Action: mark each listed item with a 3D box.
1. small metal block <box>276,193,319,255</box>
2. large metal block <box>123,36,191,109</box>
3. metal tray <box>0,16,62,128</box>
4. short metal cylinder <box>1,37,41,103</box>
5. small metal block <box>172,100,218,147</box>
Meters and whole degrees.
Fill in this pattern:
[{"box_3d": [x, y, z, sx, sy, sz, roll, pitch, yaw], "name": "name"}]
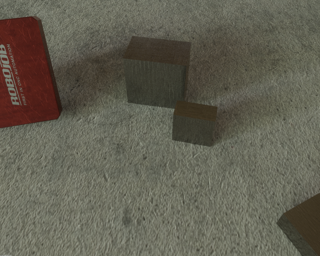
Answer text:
[{"box_3d": [0.159, 0.103, 0.318, 0.050, 0.025, 0.050, -22, 54, -18], "name": "small metal block"}, {"box_3d": [-0.002, -0.075, 0.431, 0.080, 0.080, 0.050, 8, 51, 6], "name": "large metal block"}, {"box_3d": [-0.185, -0.069, 0.393, 0.091, 0.129, 0.030, -10, 23, -8], "name": "metal tray"}, {"box_3d": [-0.210, -0.080, 0.425, 0.080, 0.079, 0.050, 14, 32, 11], "name": "short metal cylinder"}, {"box_3d": [0.043, -0.005, 0.391, 0.050, 0.050, 0.025, 10, 51, 8], "name": "small metal block"}]
